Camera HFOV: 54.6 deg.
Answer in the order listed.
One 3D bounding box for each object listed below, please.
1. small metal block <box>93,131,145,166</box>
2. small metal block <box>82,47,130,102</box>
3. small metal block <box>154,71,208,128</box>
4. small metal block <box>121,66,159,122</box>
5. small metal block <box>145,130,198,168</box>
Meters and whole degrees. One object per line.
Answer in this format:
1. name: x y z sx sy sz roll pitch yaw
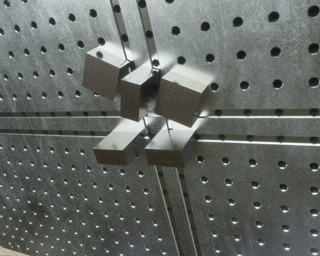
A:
1. small metal block: -0.058 0.028 0.444 0.050 0.050 0.025 0 119 28
2. small metal block: -0.071 -0.070 0.406 0.050 0.025 0.050 26 128 12
3. small metal block: 0.025 -0.035 0.377 0.050 0.025 0.050 23 127 14
4. small metal block: -0.025 -0.043 0.382 0.025 0.050 0.050 18 126 18
5. small metal block: 0.016 0.026 0.403 0.050 0.050 0.025 2 119 27
